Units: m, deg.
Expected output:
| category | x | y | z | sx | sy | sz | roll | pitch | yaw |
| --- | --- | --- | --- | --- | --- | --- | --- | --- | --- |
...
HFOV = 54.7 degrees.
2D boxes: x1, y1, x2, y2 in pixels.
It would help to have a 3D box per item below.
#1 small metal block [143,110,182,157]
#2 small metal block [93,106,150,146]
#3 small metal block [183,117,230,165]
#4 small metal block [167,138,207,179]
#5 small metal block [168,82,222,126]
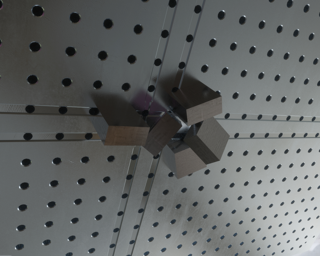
| category | x | y | z | sx | sy | sz | roll | pitch | yaw |
| --- | --- | --- | --- | --- | --- | --- | --- | --- | --- |
| small metal block | 0.002 | 0.005 | 0.398 | 0.025 | 0.050 | 0.050 | 40 | 97 | -4 |
| small metal block | -0.047 | -0.003 | 0.369 | 0.050 | 0.050 | 0.025 | 2 | 117 | -30 |
| small metal block | 0.066 | 0.014 | 0.430 | 0.050 | 0.025 | 0.050 | 47 | 47 | -16 |
| small metal block | 0.041 | 0.042 | 0.461 | 0.050 | 0.025 | 0.050 | -20 | 127 | -17 |
| small metal block | 0.045 | -0.033 | 0.401 | 0.050 | 0.050 | 0.025 | -21 | 127 | -16 |
